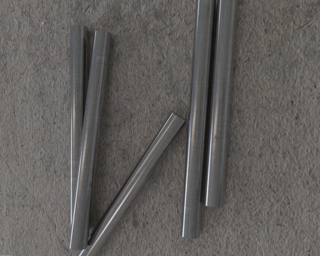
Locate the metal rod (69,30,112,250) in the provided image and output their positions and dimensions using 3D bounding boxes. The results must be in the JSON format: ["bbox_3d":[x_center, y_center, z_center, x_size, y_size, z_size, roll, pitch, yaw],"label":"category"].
[{"bbox_3d":[-0.096,0.015,0.431,0.025,0.025,0.298,5,87,20],"label":"metal rod"}]

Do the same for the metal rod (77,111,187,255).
[{"bbox_3d":[-0.055,0.107,0.428,0.025,0.025,0.299,36,101,16],"label":"metal rod"}]

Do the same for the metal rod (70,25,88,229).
[{"bbox_3d":[-0.118,0.003,0.450,0.025,0.025,0.298,0,90,20],"label":"metal rod"}]

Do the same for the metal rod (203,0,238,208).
[{"bbox_3d":[0.076,-0.053,0.381,0.025,0.025,0.298,4,91,20],"label":"metal rod"}]

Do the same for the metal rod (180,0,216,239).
[{"bbox_3d":[0.048,-0.012,0.391,0.025,0.025,0.298,4,91,20],"label":"metal rod"}]
